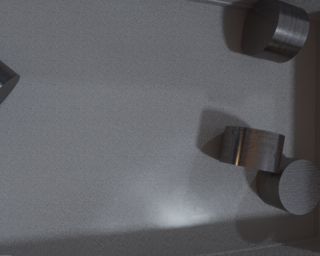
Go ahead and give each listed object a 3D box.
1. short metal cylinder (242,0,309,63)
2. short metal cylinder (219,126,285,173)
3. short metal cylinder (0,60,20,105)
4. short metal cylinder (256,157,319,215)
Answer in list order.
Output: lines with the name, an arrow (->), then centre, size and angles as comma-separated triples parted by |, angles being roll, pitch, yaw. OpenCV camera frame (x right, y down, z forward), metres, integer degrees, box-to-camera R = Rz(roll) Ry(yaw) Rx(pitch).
short metal cylinder -> 0.161, -0.137, 0.440 | 0.050, 0.080, 0.080 | 9, 87, -20
short metal cylinder -> 0.126, 0.030, 0.428 | 0.081, 0.080, 0.050 | 12, 86, -20
short metal cylinder -> -0.190, -0.040, 0.311 | 0.050, 0.080, 0.080 | 41, 77, -16
short metal cylinder -> 0.195, 0.085, 0.469 | 0.081, 0.050, 0.080 | 0, 90, -20
